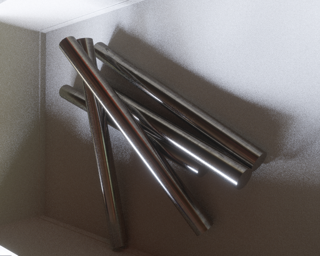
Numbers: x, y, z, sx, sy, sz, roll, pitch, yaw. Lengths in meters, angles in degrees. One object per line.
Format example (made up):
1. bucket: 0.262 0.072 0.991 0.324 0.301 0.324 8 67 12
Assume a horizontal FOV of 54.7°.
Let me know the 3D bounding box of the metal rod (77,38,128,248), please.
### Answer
1. metal rod: -0.084 0.023 0.446 0.025 0.025 0.298 -7 94 39

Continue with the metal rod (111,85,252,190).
1. metal rod: -0.014 -0.012 0.404 0.300 0.025 0.025 33 110 38

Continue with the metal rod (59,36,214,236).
1. metal rod: -0.036 0.002 0.391 0.025 0.025 0.299 -44 77 31

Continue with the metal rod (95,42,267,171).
1. metal rod: 0.004 -0.043 0.401 0.300 0.025 0.025 39 113 33

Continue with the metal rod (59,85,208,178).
1. metal rod: -0.056 -0.008 0.450 0.300 0.025 0.025 27 107 36
